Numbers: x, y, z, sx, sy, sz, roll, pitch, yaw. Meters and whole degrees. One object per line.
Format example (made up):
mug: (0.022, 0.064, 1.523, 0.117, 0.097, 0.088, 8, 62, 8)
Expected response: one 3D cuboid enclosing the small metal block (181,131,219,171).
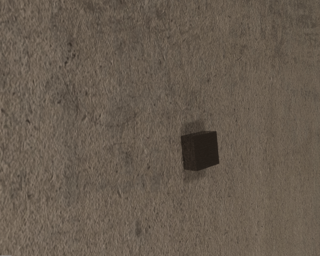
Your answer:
small metal block: (0.060, 0.033, 0.457, 0.050, 0.025, 0.050, -10, 97, -40)
